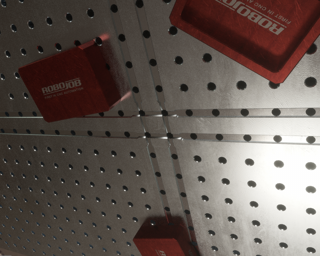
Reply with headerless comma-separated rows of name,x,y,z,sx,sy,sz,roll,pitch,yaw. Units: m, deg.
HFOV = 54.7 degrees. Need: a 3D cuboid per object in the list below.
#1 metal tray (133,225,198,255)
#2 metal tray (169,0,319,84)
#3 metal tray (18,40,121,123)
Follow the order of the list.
metal tray,0.021,0.228,0.537,0.090,0.030,0.129,-14,112,33
metal tray,0.084,-0.112,0.293,0.130,0.030,0.089,32,128,6
metal tray,-0.129,-0.061,0.436,0.130,0.030,0.090,-8,115,31
